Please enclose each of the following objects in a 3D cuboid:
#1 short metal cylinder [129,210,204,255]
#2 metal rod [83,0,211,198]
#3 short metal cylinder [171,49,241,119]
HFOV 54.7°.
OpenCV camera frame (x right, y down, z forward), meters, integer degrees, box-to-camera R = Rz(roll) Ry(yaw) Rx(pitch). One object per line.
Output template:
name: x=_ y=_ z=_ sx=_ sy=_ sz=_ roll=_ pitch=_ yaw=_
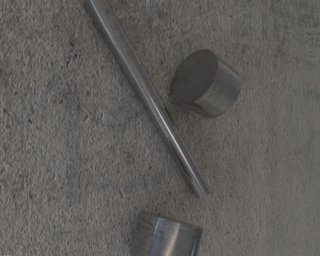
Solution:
short metal cylinder: x=0.008 y=0.136 z=0.376 sx=0.080 sy=0.080 sz=0.050 roll=26 pitch=74 yaw=-37
metal rod: x=-0.006 y=-0.025 z=0.399 sx=0.025 sy=0.025 sz=0.299 roll=-44 pitch=117 yaw=-31
short metal cylinder: x=0.061 y=-0.059 z=0.420 sx=0.050 sy=0.080 sz=0.080 roll=26 pitch=74 yaw=-37
